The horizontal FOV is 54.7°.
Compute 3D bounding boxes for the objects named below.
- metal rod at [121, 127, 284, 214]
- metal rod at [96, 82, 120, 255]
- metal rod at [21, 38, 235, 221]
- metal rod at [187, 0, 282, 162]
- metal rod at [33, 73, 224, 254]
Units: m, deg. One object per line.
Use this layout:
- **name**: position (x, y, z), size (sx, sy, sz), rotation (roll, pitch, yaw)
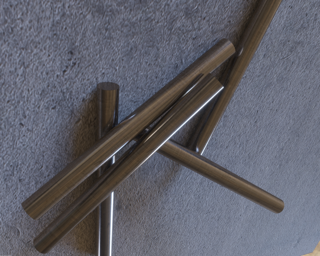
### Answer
- **metal rod**: position (0.075, 0.062, 0.446), size (0.301, 0.025, 0.025), rotation (29, 102, -25)
- **metal rod**: position (-0.073, 0.083, 0.417), size (0.025, 0.025, 0.298), rotation (-8, 122, -25)
- **metal rod**: position (-0.026, -0.007, 0.360), size (0.301, 0.025, 0.025), rotation (-40, 130, -12)
- **metal rod**: position (0.102, -0.080, 0.412), size (0.025, 0.025, 0.298), rotation (11, 113, -33)
- **metal rod**: position (-0.043, 0.047, 0.376), size (0.300, 0.025, 0.025), rotation (-43, 130, 7)
